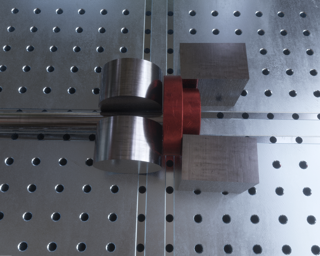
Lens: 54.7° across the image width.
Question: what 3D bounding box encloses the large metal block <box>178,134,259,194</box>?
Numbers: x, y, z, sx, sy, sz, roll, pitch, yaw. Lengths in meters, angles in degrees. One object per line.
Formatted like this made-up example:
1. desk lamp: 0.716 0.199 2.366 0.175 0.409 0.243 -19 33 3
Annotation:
1. large metal block: 0.064 0.045 0.367 0.080 0.080 0.050 3 70 1

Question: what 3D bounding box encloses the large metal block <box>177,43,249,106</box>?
1. large metal block: 0.065 -0.067 0.408 0.081 0.080 0.050 0 70 0

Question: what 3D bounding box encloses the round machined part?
1. round machined part: 0.025 -0.015 0.378 0.042 0.098 0.098 1 70 0

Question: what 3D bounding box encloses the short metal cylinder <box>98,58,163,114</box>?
1. short metal cylinder: -0.037 -0.047 0.400 0.080 0.080 0.050 1 71 0

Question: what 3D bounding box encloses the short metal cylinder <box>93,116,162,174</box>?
1. short metal cylinder: -0.038 0.023 0.373 0.080 0.080 0.050 1 71 0

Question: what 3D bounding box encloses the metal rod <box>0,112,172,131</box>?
1. metal rod: -0.120 -0.009 0.402 0.302 0.025 0.025 0 70 4
